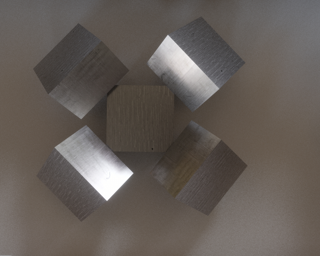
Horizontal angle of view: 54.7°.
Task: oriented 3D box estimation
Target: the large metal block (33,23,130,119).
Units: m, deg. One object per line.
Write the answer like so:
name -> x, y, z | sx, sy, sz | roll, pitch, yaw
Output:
large metal block -> -0.097, -0.070, 0.373 | 0.080, 0.080, 0.050 | -46, 134, 0

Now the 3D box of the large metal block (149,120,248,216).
large metal block -> 0.049, 0.050, 0.376 | 0.080, 0.050, 0.080 | -52, 135, -1

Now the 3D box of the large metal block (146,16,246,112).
large metal block -> 0.045, -0.079, 0.377 | 0.080, 0.050, 0.080 | 47, 47, 0

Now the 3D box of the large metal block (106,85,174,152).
large metal block -> -0.023, -0.011, 0.396 | 0.081, 0.050, 0.080 | 1, 90, 0

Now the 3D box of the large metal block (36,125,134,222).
large metal block -> -0.093, 0.057, 0.376 | 0.080, 0.050, 0.080 | 46, 134, -1
